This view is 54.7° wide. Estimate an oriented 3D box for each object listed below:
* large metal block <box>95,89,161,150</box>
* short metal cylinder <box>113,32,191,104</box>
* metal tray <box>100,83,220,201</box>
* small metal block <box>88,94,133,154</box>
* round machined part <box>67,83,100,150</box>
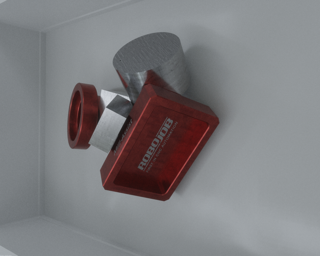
[{"bbox_3d":[-0.041,-0.004,0.420,0.080,0.050,0.079,19,102,38],"label":"large metal block"},{"bbox_3d":[-0.008,-0.070,0.366,0.080,0.080,0.050,21,147,38],"label":"short metal cylinder"},{"bbox_3d":[-0.003,0.023,0.361,0.129,0.091,0.030,-60,29,22],"label":"metal tray"},{"bbox_3d":[-0.055,-0.006,0.365,0.025,0.050,0.050,28,113,-4],"label":"small metal block"},{"bbox_3d":[-0.107,-0.016,0.464,0.098,0.042,0.098,-19,68,60],"label":"round machined part"}]
